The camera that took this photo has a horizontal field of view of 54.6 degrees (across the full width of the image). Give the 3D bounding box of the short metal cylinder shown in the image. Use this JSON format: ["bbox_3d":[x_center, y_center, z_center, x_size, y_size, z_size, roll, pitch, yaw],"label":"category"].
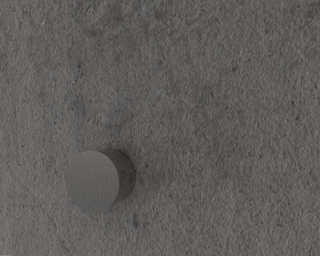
[{"bbox_3d":[-0.080,0.069,0.425,0.080,0.050,0.080,0,90,20],"label":"short metal cylinder"}]
